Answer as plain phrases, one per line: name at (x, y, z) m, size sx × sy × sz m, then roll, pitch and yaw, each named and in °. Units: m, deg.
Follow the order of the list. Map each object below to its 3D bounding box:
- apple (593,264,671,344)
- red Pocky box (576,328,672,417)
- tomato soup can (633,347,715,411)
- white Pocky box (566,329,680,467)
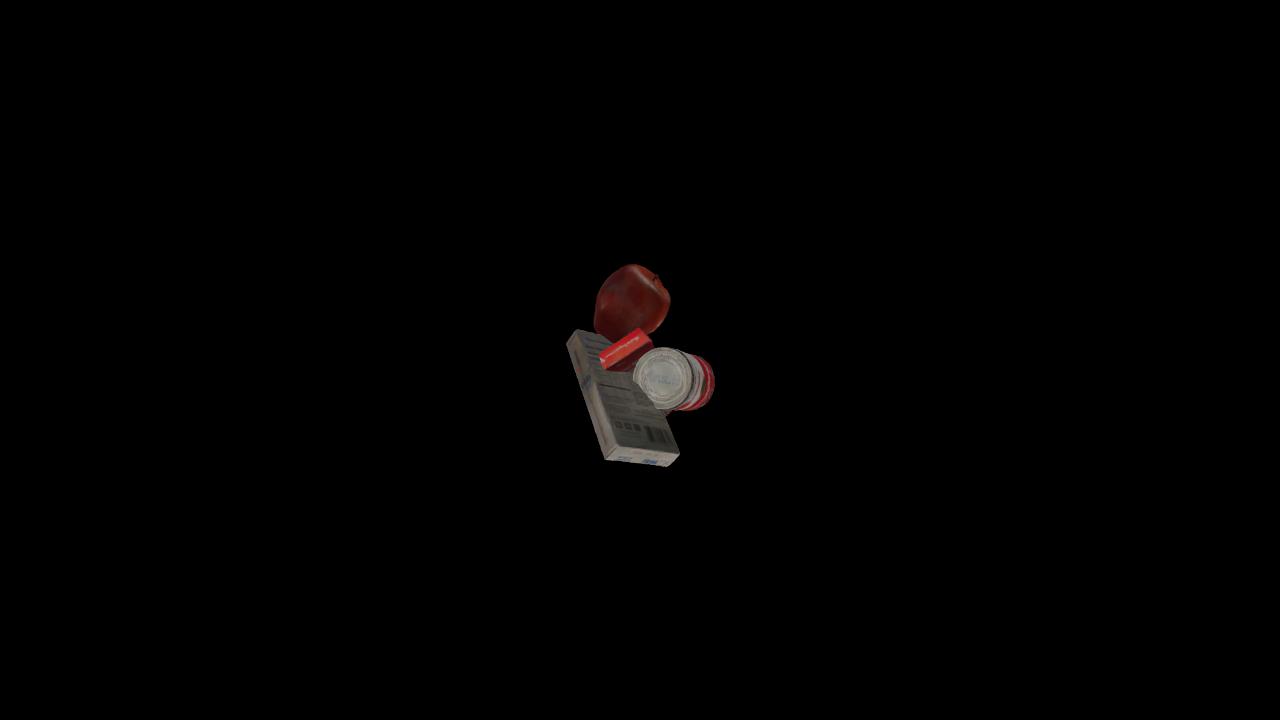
apple at (-0.011, -0.060, 0.672) m, size 0.079 × 0.093 × 0.079 m, roll 36°, pitch 20°, yaw -16°
red Pocky box at (-0.013, 0.035, 0.694) m, size 0.083 × 0.028 × 0.155 m, roll -32°, pitch -34°, yaw -10°
tomato soup can at (0.039, 0.022, 0.676) m, size 0.068 × 0.068 × 0.101 m, roll 0°, pitch -5°, yaw 20°
white Pocky box at (-0.019, 0.037, 0.631) m, size 0.084 × 0.154 × 0.028 m, roll 14°, pitch -50°, yaw -37°
